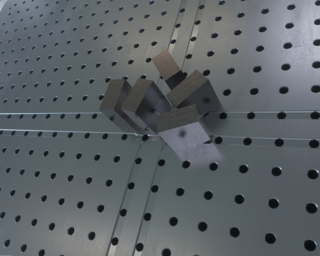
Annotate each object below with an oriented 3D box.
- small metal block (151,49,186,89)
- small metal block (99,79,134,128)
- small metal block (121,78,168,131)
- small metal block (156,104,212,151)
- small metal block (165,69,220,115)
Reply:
[{"bbox_3d":[0.018,-0.072,0.428,0.025,0.050,0.050,-33,51,7],"label":"small metal block"},{"bbox_3d":[-0.055,-0.035,0.443,0.025,0.050,0.050,2,63,29],"label":"small metal block"},{"bbox_3d":[-0.020,-0.032,0.423,0.025,0.050,0.050,16,70,34],"label":"small metal block"},{"bbox_3d":[0.030,0.001,0.377,0.050,0.050,0.025,-16,55,19],"label":"small metal block"},{"bbox_3d":[0.043,-0.037,0.393,0.050,0.050,0.025,-40,51,1],"label":"small metal block"}]
